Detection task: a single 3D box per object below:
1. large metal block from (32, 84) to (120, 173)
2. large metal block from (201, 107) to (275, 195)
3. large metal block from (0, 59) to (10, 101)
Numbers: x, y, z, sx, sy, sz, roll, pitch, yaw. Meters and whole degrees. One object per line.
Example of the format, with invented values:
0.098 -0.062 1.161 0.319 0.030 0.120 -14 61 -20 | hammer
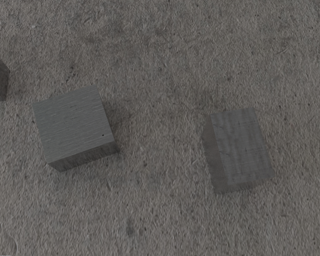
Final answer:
-0.105 0.001 0.394 0.080 0.050 0.080 -19 71 -7 | large metal block
0.087 0.031 0.368 0.050 0.080 0.080 -9 70 -3 | large metal block
-0.257 -0.073 0.403 0.081 0.080 0.050 -3 70 -1 | large metal block
